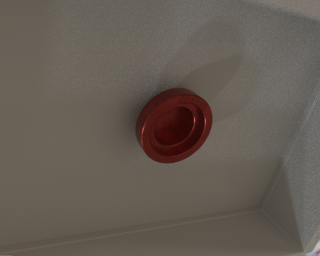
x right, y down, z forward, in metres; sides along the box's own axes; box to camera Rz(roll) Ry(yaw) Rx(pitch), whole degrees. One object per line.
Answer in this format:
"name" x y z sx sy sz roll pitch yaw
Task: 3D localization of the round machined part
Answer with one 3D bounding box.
"round machined part" 0.014 -0.006 0.397 0.099 0.042 0.097 -14 124 -21
